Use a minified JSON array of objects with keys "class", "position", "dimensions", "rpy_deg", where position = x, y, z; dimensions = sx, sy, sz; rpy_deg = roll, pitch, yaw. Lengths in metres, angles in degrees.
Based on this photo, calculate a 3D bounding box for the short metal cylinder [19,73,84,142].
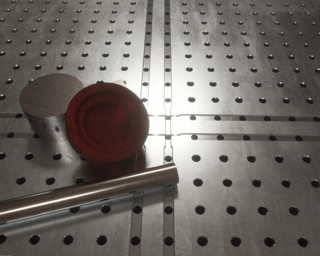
[{"class":"short metal cylinder","position":[-0.137,-0.028,0.413],"dimensions":[0.081,0.050,0.080],"rpy_deg":[0,50,0]}]

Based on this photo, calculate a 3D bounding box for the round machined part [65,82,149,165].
[{"class":"round machined part","position":[-0.066,-0.003,0.380],"dimensions":[0.099,0.042,0.098],"rpy_deg":[6,73,-19]}]

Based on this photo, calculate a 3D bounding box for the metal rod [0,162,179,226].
[{"class":"metal rod","position":[-0.127,0.082,0.336],"dimensions":[0.302,0.025,0.025],"rpy_deg":[-11,51,-10]}]

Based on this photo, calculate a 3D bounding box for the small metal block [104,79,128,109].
[{"class":"small metal block","position":[-0.066,-0.038,0.439],"dimensions":[0.050,0.025,0.050],"rpy_deg":[-24,54,-19]}]
